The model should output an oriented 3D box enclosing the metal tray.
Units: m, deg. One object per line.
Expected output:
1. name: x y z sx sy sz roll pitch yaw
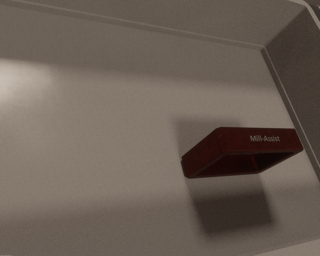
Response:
1. metal tray: 0.106 0.033 0.402 0.131 0.090 0.030 1 62 -28
